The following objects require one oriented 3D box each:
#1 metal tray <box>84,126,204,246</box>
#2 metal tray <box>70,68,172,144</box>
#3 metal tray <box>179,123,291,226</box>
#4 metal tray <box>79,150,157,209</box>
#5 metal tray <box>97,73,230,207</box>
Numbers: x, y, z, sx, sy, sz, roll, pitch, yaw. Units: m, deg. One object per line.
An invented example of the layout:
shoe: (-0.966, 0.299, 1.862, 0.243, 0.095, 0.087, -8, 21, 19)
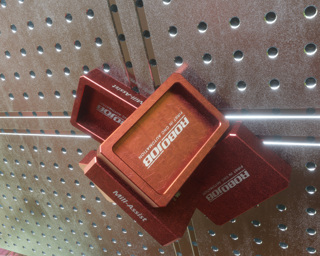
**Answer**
metal tray: (-0.014, 0.064, 0.375, 0.130, 0.090, 0.030, 44, 129, -3)
metal tray: (-0.056, -0.012, 0.429, 0.130, 0.030, 0.089, 31, 128, 7)
metal tray: (0.087, 0.064, 0.399, 0.090, 0.030, 0.129, 41, 129, -1)
metal tray: (-0.051, 0.078, 0.450, 0.130, 0.030, 0.090, 1, 131, 44)
metal tray: (0.007, 0.011, 0.346, 0.090, 0.130, 0.030, 44, 157, -2)
